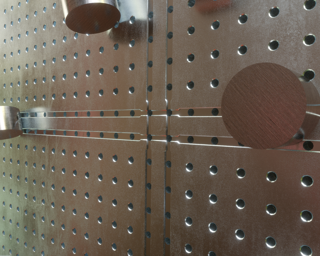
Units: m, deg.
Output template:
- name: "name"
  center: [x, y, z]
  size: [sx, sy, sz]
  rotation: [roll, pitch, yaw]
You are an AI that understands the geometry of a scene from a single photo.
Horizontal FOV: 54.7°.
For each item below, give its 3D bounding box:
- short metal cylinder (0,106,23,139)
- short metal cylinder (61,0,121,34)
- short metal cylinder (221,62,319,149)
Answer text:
- name: "short metal cylinder"
  center: [-0.335, -0.009, 0.650]
  size: [0.080, 0.081, 0.050]
  rotation: [-23, 76, 38]
- name: "short metal cylinder"
  center: [-0.103, -0.183, 0.459]
  size: [0.080, 0.081, 0.050]
  rotation: [-22, 76, 38]
- name: "short metal cylinder"
  center: [0.108, -0.020, 0.304]
  size: [0.080, 0.050, 0.079]
  rotation: [0, 90, 40]
